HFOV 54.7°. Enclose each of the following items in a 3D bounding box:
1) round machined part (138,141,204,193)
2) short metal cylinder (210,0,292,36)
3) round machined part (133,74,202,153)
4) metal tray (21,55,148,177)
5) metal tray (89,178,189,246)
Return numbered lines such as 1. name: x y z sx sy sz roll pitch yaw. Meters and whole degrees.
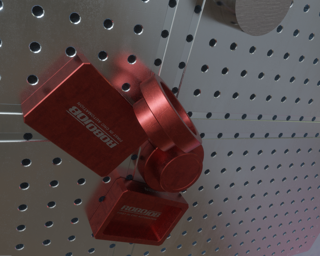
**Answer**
1. round machined part: 0.022 0.054 0.448 0.099 0.042 0.097 -14 125 -21
2. short metal cylinder: 0.106 -0.153 0.360 0.081 0.050 0.079 -14 125 -21
3. round machined part: 0.005 -0.012 0.363 0.042 0.098 0.098 -34 131 11
4. metal tray: -0.078 -0.009 0.361 0.090 0.030 0.130 -42 130 1
5. metal tray: -0.029 0.132 0.475 0.131 0.030 0.090 23 106 -37
